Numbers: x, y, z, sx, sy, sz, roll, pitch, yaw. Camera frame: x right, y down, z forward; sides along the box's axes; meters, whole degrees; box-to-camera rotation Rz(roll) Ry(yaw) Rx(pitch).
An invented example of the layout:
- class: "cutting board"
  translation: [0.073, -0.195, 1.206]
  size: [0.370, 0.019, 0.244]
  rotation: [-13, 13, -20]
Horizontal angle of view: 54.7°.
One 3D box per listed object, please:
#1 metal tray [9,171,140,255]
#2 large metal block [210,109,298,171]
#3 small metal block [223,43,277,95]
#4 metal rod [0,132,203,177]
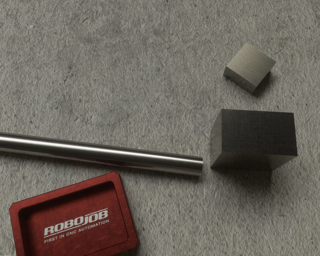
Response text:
- class: "metal tray"
  translation: [-0.098, 0.114, 0.362]
  size: [0.131, 0.030, 0.090]
  rotation: [-17, 71, -7]
- class: "large metal block"
  translation: [0.107, 0.018, 0.374]
  size: [0.081, 0.080, 0.050]
  rotation: [3, 70, 1]
- class: "small metal block"
  translation: [0.127, -0.085, 0.441]
  size: [0.050, 0.025, 0.050]
  rotation: [38, 74, 12]
- class: "metal rod"
  translation: [-0.098, 0.031, 0.395]
  size: [0.302, 0.025, 0.025]
  rotation: [7, 70, 2]
